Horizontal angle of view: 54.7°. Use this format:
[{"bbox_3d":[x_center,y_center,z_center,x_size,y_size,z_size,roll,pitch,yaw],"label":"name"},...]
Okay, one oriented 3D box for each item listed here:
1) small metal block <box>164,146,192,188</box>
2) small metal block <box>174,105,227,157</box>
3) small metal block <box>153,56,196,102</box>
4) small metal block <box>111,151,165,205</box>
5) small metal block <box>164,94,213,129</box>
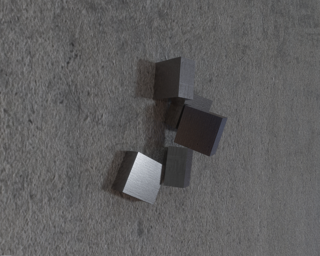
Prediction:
[{"bbox_3d":[0.026,0.051,0.410,0.050,0.025,0.050,28,69,-75],"label":"small metal block"},{"bbox_3d":[0.052,0.003,0.394,0.025,0.050,0.050,-6,115,-65],"label":"small metal block"},{"bbox_3d":[0.018,-0.062,0.403,0.025,0.050,0.050,7,86,-39],"label":"small metal block"},{"bbox_3d":[-0.025,0.061,0.384,0.050,0.025,0.050,33,70,-35],"label":"small metal block"},{"bbox_3d":[0.040,-0.023,0.428,0.050,0.025,0.050,12,101,-40],"label":"small metal block"}]
